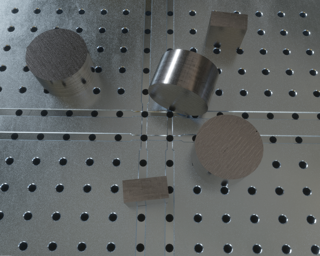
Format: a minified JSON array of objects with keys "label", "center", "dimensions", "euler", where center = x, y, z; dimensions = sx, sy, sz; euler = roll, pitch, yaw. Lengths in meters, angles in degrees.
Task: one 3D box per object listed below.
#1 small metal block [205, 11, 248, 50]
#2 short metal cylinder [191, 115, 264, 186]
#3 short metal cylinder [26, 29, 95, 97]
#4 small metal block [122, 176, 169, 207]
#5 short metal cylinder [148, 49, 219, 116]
[{"label":"small metal block","center":[0.096,-0.141,0.450],"dimensions":[0.050,0.050,0.025],"euler":[7,70,2]},{"label":"short metal cylinder","center":[0.082,0.029,0.388],"dimensions":[0.081,0.050,0.080],"euler":[0,70,0]},{"label":"short metal cylinder","center":[-0.136,-0.089,0.430],"dimensions":[0.081,0.050,0.080],"euler":[0,70,0]},{"label":"small metal block","center":[-0.016,0.077,0.370],"dimensions":[0.050,0.050,0.025],"euler":[-6,70,-2]},{"label":"short metal cylinder","center":[0.031,-0.057,0.403],"dimensions":[0.080,0.080,0.050],"euler":[18,71,6]}]
